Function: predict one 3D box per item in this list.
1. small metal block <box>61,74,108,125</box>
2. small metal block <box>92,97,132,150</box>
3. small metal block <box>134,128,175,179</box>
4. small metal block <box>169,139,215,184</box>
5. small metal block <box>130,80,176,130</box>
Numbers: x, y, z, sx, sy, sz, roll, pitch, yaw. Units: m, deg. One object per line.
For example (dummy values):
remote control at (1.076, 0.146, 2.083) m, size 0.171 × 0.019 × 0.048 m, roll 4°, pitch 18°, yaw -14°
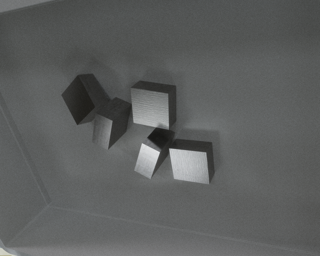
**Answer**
small metal block at (-0.104, -0.039, 0.427) m, size 0.050 × 0.025 × 0.050 m, roll -36°, pitch 79°, yaw 38°
small metal block at (-0.065, -0.007, 0.421) m, size 0.025 × 0.050 × 0.050 m, roll 25°, pitch 127°, yaw 12°
small metal block at (-0.007, 0.031, 0.414) m, size 0.025 × 0.050 × 0.050 m, roll 27°, pitch 128°, yaw 11°
small metal block at (0.043, 0.044, 0.412) m, size 0.050 × 0.025 × 0.050 m, roll 4°, pitch 121°, yaw 25°
small metal block at (-0.007, -0.029, 0.393) m, size 0.050 × 0.025 × 0.050 m, roll 11°, pitch 123°, yaw 21°
